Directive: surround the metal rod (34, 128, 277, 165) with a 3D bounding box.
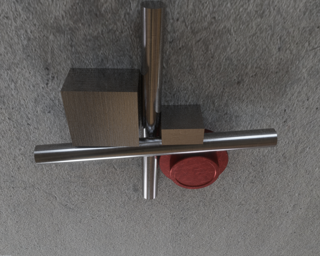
[{"bbox_3d":[-0.003,0.023,0.396,0.302,0.025,0.025,-4,130,-3],"label":"metal rod"}]

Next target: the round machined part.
[{"bbox_3d":[0.048,0.050,0.440,0.099,0.042,0.097,-1,130,0],"label":"round machined part"}]

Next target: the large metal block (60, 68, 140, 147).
[{"bbox_3d":[-0.065,-0.024,0.370,0.081,0.050,0.079,1,130,-1],"label":"large metal block"}]

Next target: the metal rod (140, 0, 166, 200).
[{"bbox_3d":[-0.012,-0.008,0.401,0.025,0.025,0.298,1,130,-2],"label":"metal rod"}]

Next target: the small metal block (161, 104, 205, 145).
[{"bbox_3d":[0.027,-0.005,0.388,0.050,0.050,0.025,-1,130,0],"label":"small metal block"}]
